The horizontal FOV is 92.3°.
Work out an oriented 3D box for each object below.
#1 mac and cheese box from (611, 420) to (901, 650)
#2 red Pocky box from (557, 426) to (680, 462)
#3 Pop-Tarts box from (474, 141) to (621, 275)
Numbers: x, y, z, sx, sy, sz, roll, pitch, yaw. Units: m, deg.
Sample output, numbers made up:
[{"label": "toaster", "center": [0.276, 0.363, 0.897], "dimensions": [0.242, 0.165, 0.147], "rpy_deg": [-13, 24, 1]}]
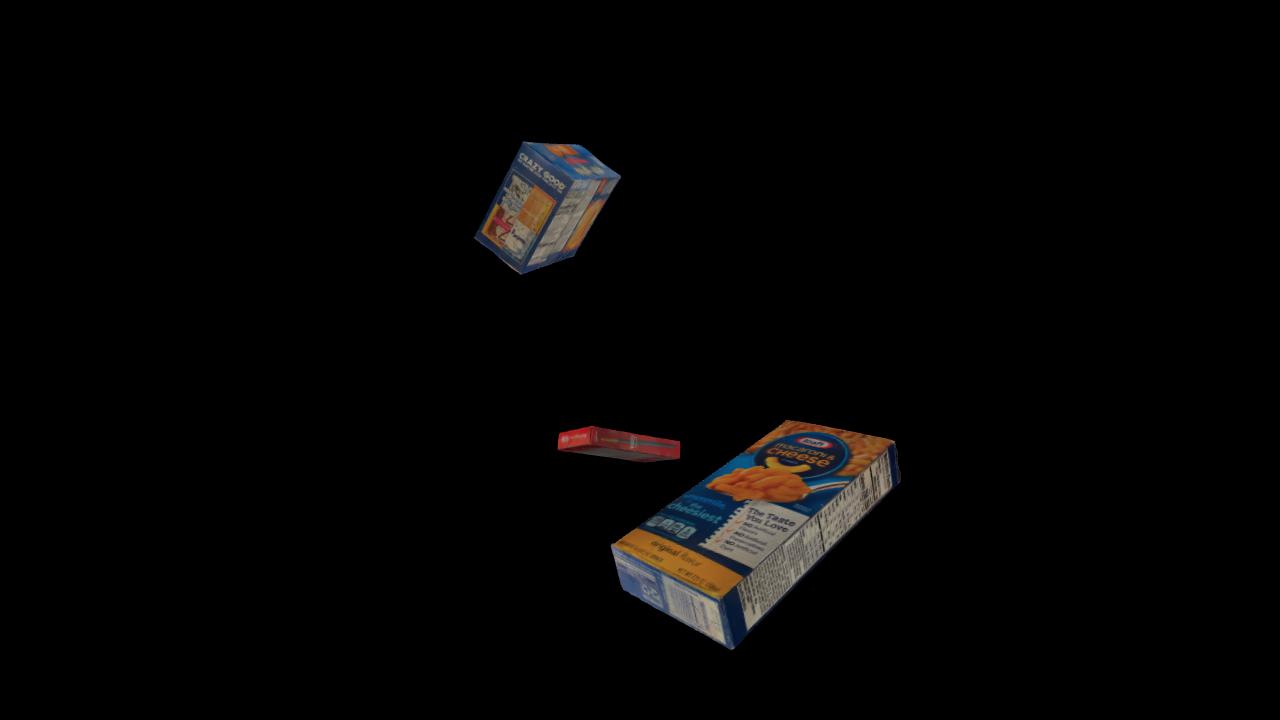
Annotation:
[{"label": "mac and cheese box", "center": [0.081, 0.099, 0.400], "dimensions": [0.184, 0.041, 0.093], "rpy_deg": [-27, 20, -36]}, {"label": "red Pocky box", "center": [-0.027, 0.118, 0.847], "dimensions": [0.155, 0.028, 0.083], "rpy_deg": [15, -19, -36]}, {"label": "Pop-Tarts box", "center": [-0.118, -0.204, 0.814], "dimensions": [0.083, 0.141, 0.167], "rpy_deg": [38, 25, 3]}]
